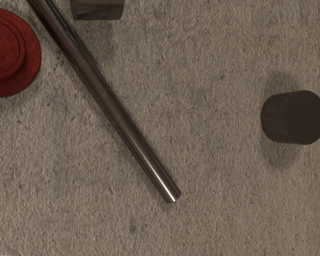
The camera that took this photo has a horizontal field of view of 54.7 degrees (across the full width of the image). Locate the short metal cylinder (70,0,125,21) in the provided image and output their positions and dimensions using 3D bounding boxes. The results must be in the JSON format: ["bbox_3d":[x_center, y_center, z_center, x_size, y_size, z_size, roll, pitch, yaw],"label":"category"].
[{"bbox_3d":[-0.075,-0.165,0.352,0.050,0.080,0.079,-8,93,-20],"label":"short metal cylinder"}]

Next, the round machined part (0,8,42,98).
[{"bbox_3d":[-0.181,-0.082,0.333,0.099,0.042,0.097,0,90,-21],"label":"round machined part"}]

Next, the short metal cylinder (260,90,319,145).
[{"bbox_3d":[0.203,-0.015,0.473,0.081,0.050,0.079,0,90,-21],"label":"short metal cylinder"}]

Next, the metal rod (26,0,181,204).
[{"bbox_3d":[-0.062,-0.029,0.386,0.025,0.025,0.299,-37,102,-16],"label":"metal rod"}]
